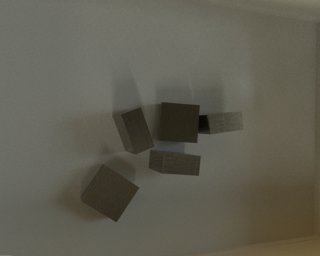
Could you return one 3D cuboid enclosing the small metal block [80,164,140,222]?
[{"bbox_3d":[-0.063,0.081,0.387,0.050,0.025,0.050,37,78,-16],"label":"small metal block"}]

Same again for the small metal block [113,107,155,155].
[{"bbox_3d":[-0.034,0.003,0.385,0.025,0.050,0.050,-22,98,-19],"label":"small metal block"}]

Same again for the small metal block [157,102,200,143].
[{"bbox_3d":[0.024,-0.007,0.414,0.050,0.025,0.050,4,89,-7],"label":"small metal block"}]

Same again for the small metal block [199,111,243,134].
[{"bbox_3d":[0.078,-0.007,0.426,0.050,0.050,0.025,-7,93,-20],"label":"small metal block"}]

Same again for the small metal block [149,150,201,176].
[{"bbox_3d":[0.018,0.045,0.404,0.050,0.050,0.025,7,88,-20],"label":"small metal block"}]
